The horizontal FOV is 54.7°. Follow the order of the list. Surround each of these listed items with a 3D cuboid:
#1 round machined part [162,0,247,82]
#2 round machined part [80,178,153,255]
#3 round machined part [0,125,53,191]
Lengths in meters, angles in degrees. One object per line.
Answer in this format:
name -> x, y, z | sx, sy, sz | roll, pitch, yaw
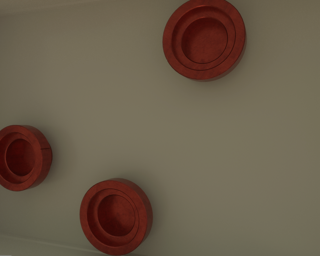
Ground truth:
round machined part -> 0.056, -0.105, 0.381 | 0.098, 0.042, 0.097 | 0, 90, 19
round machined part -> -0.055, 0.116, 0.420 | 0.098, 0.042, 0.097 | 0, 90, 19
round machined part -> -0.205, 0.044, 0.472 | 0.098, 0.042, 0.097 | 0, 90, 19
